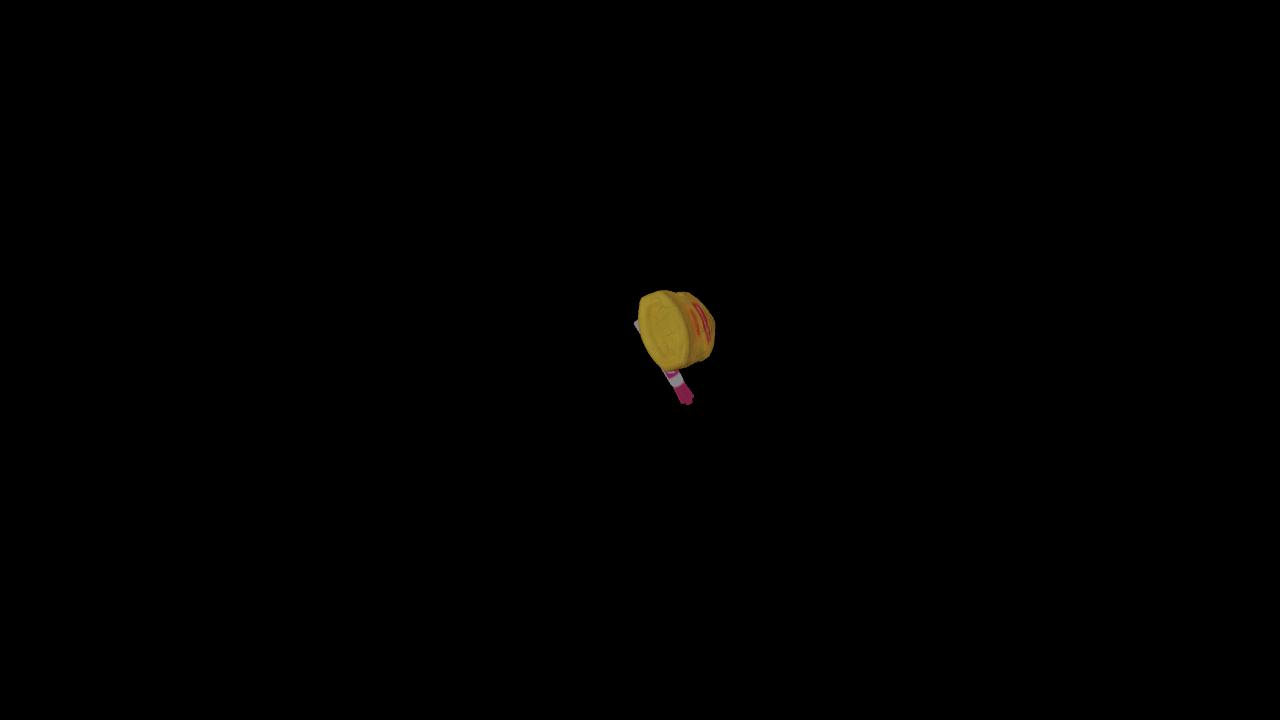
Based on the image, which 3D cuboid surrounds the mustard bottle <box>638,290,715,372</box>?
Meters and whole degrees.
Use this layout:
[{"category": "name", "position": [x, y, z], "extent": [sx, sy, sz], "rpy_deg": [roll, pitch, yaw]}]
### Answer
[{"category": "mustard bottle", "position": [0.055, -0.039, 0.749], "extent": [0.054, 0.092, 0.184], "rpy_deg": [-25, -4, 21]}]

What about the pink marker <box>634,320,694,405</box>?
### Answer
[{"category": "pink marker", "position": [0.030, 0.003, 0.736], "extent": [0.020, 0.121, 0.020], "rpy_deg": [-29, 14, 8]}]
